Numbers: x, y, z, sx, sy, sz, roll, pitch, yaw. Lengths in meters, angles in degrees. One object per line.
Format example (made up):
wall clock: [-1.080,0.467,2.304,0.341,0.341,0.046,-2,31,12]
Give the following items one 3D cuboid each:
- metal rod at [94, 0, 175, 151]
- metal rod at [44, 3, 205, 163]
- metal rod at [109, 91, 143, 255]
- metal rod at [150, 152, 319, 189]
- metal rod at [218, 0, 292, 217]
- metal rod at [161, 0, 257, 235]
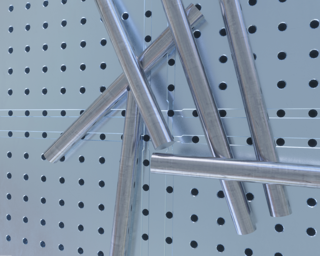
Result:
metal rod: [-0.050,-0.111,0.407,0.025,0.025,0.299,-28,72,18]
metal rod: [-0.059,-0.053,0.433,0.299,0.025,0.025,-42,77,15]
metal rod: [-0.049,0.099,0.430,0.025,0.025,0.298,8,93,20]
metal rod: [0.139,0.051,0.338,0.301,0.025,0.025,4,91,10]
metal rod: [0.110,-0.045,0.373,0.025,0.025,0.299,-14,85,19]
metal rod: [0.059,-0.018,0.376,0.025,0.025,0.299,-18,90,19]
